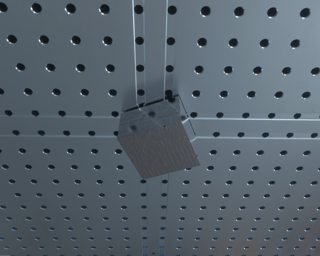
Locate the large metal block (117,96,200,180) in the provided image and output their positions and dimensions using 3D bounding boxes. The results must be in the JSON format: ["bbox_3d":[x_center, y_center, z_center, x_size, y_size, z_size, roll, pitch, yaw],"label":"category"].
[{"bbox_3d":[0.000,0.015,0.404,0.080,0.050,0.080,-16,129,13],"label":"large metal block"}]
